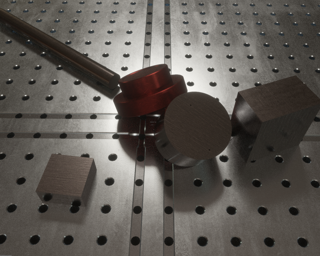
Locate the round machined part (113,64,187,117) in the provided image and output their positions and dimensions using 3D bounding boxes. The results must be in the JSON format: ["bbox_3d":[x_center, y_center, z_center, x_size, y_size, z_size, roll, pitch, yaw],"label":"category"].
[{"bbox_3d":[-0.016,-0.054,0.411,0.098,0.042,0.098,-17,20,6],"label":"round machined part"}]

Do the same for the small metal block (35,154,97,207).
[{"bbox_3d":[-0.106,0.060,0.356,0.050,0.025,0.050,6,50,4],"label":"small metal block"}]

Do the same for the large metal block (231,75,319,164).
[{"bbox_3d":[0.137,-0.010,0.382,0.081,0.080,0.050,-17,52,-14],"label":"large metal block"}]

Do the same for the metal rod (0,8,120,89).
[{"bbox_3d":[-0.186,-0.142,0.524,0.300,0.025,0.025,32,57,23],"label":"metal rod"}]

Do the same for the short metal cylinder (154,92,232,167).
[{"bbox_3d":[0.037,0.003,0.369,0.081,0.050,0.080,4,73,-14],"label":"short metal cylinder"}]
